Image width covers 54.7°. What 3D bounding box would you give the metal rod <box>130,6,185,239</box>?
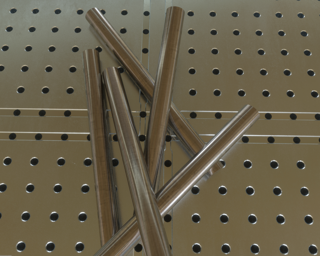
[{"bbox_3d":[-0.001,-0.014,0.393,0.025,0.025,0.299,8,79,3],"label":"metal rod"}]

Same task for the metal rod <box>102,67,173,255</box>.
[{"bbox_3d":[-0.029,0.039,0.356,0.025,0.025,0.299,-15,55,-6],"label":"metal rod"}]

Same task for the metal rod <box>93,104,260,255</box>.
[{"bbox_3d":[0.010,0.078,0.354,0.301,0.025,0.025,-43,76,-16],"label":"metal rod"}]

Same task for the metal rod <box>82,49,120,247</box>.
[{"bbox_3d":[-0.075,0.031,0.399,0.025,0.025,0.299,-9,70,-4],"label":"metal rod"}]

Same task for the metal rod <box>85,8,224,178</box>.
[{"bbox_3d":[-0.016,-0.059,0.432,0.025,0.025,0.299,-34,74,-12],"label":"metal rod"}]
